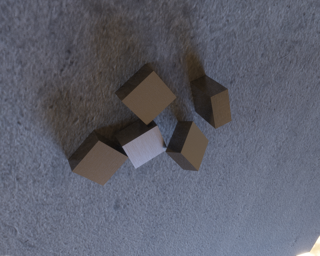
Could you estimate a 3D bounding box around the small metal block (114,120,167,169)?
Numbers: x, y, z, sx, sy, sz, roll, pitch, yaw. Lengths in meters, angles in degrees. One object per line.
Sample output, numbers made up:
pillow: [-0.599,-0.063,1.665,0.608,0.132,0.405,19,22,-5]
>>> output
small metal block: [-0.023,0.018,0.403,0.050,0.025,0.050,-31,137,-8]

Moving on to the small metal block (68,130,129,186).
small metal block: [-0.077,0.039,0.390,0.050,0.025,0.050,-49,129,6]

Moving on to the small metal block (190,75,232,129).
small metal block: [0.067,-0.035,0.407,0.025,0.050,0.050,-26,128,-13]

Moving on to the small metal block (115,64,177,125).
small metal block: [-0.017,-0.040,0.374,0.050,0.025,0.050,-44,129,1]

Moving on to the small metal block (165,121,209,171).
small metal block: [0.039,0.025,0.430,0.050,0.025,0.050,47,55,-40]
